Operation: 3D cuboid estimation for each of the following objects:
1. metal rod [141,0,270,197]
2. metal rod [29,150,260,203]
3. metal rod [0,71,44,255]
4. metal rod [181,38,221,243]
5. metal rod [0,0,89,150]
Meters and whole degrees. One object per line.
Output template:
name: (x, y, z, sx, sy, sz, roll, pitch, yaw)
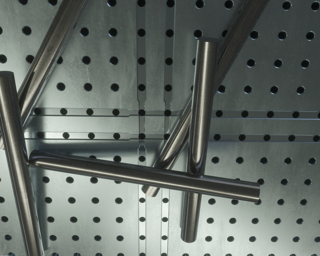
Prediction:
metal rod: (0.051, -0.034, 0.401, 0.025, 0.025, 0.298, 25, 108, -9)
metal rod: (-0.026, 0.061, 0.406, 0.302, 0.025, 0.025, 7, 110, 8)
metal rod: (-0.187, 0.071, 0.419, 0.025, 0.025, 0.298, 2, 117, -1)
metal rod: (0.049, 0.035, 0.407, 0.025, 0.025, 0.298, 1, 118, -1)
metal rod: (-0.132, -0.096, 0.376, 0.025, 0.025, 0.299, 31, 107, -11)
